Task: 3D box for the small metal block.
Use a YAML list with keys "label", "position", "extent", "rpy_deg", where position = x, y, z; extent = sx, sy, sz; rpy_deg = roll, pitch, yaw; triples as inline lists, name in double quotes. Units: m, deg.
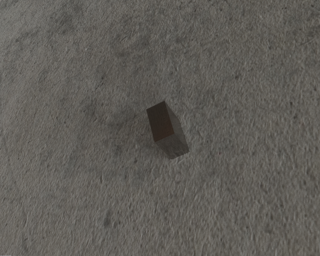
- label: "small metal block"
  position: [0.010, 0.003, 0.379]
  extent: [0.025, 0.050, 0.050]
  rpy_deg: [-25, 53, 13]
